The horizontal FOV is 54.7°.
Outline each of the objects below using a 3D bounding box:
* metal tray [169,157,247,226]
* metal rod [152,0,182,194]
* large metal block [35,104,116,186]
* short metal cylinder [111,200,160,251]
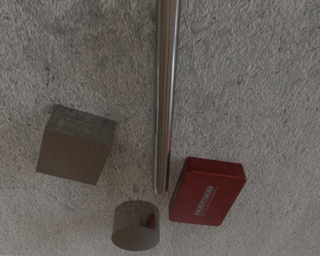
[{"bbox_3d":[0.071,0.106,0.495,0.091,0.030,0.129,8,130,-8],"label":"metal tray"},{"bbox_3d":[0.005,-0.020,0.390,0.025,0.025,0.298,1,130,-1],"label":"metal rod"},{"bbox_3d":[-0.111,0.024,0.410,0.081,0.050,0.079,17,128,-14],"label":"large metal block"},{"bbox_3d":[-0.041,0.169,0.535,0.081,0.050,0.079,0,130,0],"label":"short metal cylinder"}]
